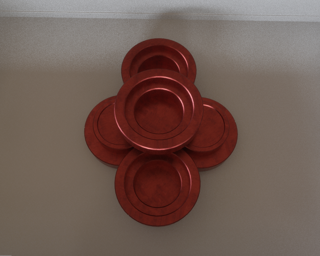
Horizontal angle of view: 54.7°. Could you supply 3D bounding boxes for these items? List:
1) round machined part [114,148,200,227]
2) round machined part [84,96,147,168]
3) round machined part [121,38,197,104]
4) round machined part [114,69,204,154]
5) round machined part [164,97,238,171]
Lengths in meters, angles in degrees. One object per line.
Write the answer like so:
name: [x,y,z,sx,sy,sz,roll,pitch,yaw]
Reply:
round machined part: [-0.003,0.069,0.373,0.099,0.042,0.098,0,70,-1]
round machined part: [-0.048,0.001,0.398,0.099,0.042,0.098,0,70,-1]
round machined part: [-0.001,-0.070,0.424,0.099,0.042,0.098,0,70,-1]
round machined part: [-0.001,-0.016,0.360,0.099,0.042,0.098,0,70,-1]
round machined part: [0.051,0.004,0.397,0.099,0.042,0.098,0,70,-1]
